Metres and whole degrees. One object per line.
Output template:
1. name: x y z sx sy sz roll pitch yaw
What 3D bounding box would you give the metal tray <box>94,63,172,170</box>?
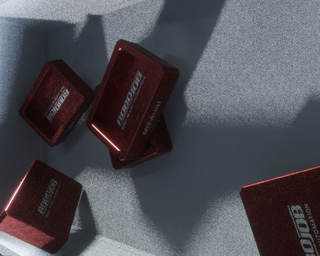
1. metal tray: -0.041 -0.015 0.437 0.090 0.030 0.129 -26 74 37

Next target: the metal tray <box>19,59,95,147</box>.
1. metal tray: -0.179 -0.041 0.530 0.090 0.030 0.129 46 120 5

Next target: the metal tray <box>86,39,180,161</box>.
1. metal tray: -0.040 -0.035 0.396 0.090 0.030 0.129 39 113 33

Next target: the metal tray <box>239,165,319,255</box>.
1. metal tray: 0.136 0.104 0.275 0.090 0.030 0.129 -21 76 20

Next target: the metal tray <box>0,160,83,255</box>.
1. metal tray: -0.172 0.112 0.463 0.030 0.090 0.130 -49 19 18
